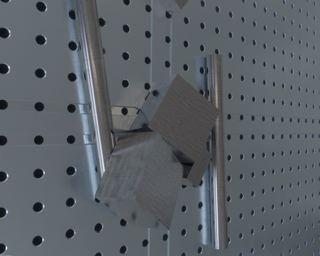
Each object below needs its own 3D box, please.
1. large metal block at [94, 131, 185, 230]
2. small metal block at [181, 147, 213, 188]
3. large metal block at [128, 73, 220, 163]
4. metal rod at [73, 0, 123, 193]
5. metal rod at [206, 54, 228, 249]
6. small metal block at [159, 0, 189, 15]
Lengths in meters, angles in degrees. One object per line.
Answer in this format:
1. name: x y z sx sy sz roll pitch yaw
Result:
1. large metal block: -0.018 0.061 0.353 0.080 0.050 0.080 55 42 -43
2. small metal block: 0.036 0.050 0.423 0.025 0.050 0.050 43 64 -32
3. large metal block: 0.020 -0.010 0.401 0.080 0.050 0.080 37 67 -23
4. metal rod: -0.073 -0.064 0.347 0.025 0.025 0.298 -12 98 -39
5. metal rod: 0.089 0.037 0.483 0.025 0.025 0.298 -4 93 -40
6. small metal block: 0.018 -0.194 0.424 0.050 0.025 0.050 48 62 -29
